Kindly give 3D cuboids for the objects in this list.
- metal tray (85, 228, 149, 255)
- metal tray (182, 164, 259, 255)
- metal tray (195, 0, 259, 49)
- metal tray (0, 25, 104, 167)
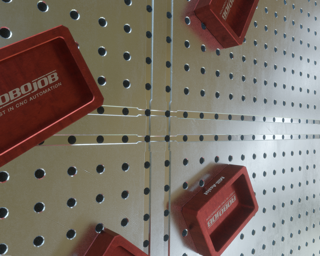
[{"bbox_3d":[-0.063,0.195,0.352,0.090,0.030,0.130,48,62,-29],"label":"metal tray"},{"bbox_3d":[0.099,0.128,0.487,0.131,0.030,0.090,-34,111,-35],"label":"metal tray"},{"bbox_3d":[0.115,-0.207,0.499,0.090,0.030,0.130,37,67,-34],"label":"metal tray"},{"bbox_3d":[-0.128,-0.033,0.297,0.131,0.030,0.090,-38,113,-33],"label":"metal tray"}]
